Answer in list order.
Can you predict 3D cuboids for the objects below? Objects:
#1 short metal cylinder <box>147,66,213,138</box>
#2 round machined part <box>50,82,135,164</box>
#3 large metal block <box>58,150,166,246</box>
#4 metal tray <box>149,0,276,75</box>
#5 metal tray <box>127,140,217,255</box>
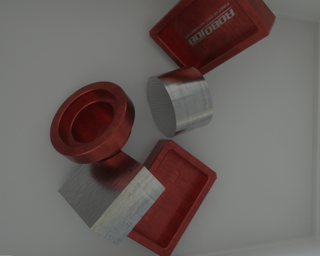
[{"bbox_3d":[0.023,-0.033,0.391,0.050,0.080,0.080,-19,97,-19],"label":"short metal cylinder"},{"bbox_3d":[-0.072,-0.002,0.356,0.098,0.098,0.042,-52,141,-13],"label":"round machined part"},{"bbox_3d":[-0.056,0.071,0.354,0.080,0.080,0.050,-49,133,-14],"label":"large metal block"},{"bbox_3d":[0.058,-0.122,0.376,0.090,0.130,0.030,44,53,-16],"label":"metal tray"},{"bbox_3d":[0.006,0.091,0.411,0.090,0.030,0.130,37,78,-17],"label":"metal tray"}]
